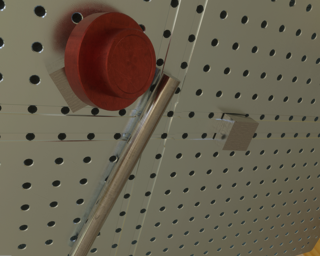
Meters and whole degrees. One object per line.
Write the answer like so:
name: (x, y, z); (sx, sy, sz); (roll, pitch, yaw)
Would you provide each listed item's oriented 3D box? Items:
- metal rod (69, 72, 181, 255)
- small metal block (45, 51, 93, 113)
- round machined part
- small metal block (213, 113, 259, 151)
metal rod: (-0.054, 0.063, 0.420); (0.025, 0.025, 0.298); (17, 109, -35)
small metal block: (-0.085, -0.052, 0.332); (0.050, 0.025, 0.050); (-30, 129, -9)
round machined part: (-0.041, -0.065, 0.311); (0.099, 0.042, 0.097); (-20, 117, -47)
small metal block: (0.118, 0.007, 0.480); (0.050, 0.025, 0.050); (4, 116, -31)
